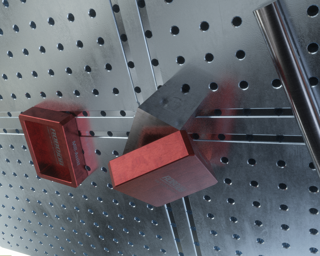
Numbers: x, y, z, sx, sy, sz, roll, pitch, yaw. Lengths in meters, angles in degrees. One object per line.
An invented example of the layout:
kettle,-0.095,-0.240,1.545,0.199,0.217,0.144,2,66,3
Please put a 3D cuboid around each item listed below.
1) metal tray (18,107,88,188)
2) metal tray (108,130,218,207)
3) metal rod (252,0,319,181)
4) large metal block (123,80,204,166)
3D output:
metal tray,-0.177,0.033,0.522,0.090,0.030,0.129,10,123,22
metal tray,0.010,0.054,0.365,0.090,0.030,0.130,-24,151,10
metal rod,0.167,0.012,0.330,0.025,0.025,0.299,-17,110,35
large metal block,0.004,0.001,0.374,0.050,0.080,0.079,29,128,10
